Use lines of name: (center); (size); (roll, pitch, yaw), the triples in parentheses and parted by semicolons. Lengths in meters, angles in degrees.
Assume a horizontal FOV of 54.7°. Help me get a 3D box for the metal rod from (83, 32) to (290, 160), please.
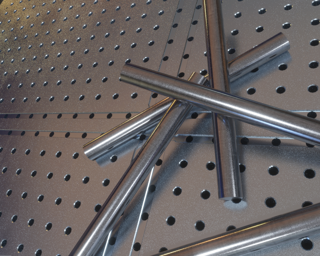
metal rod: (0.028, -0.038, 0.415); (0.301, 0.025, 0.025); (-29, 52, 9)

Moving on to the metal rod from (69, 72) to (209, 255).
metal rod: (-0.032, 0.061, 0.370); (0.025, 0.025, 0.300); (29, 82, 37)

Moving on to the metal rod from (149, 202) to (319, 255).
metal rod: (0.110, 0.096, 0.291); (0.301, 0.025, 0.025); (-23, 54, 14)

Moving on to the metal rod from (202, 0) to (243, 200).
metal rod: (0.072, -0.065, 0.379); (0.025, 0.025, 0.299); (-10, 67, 22)

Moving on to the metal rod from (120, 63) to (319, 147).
metal rod: (0.090, -0.019, 0.327); (0.301, 0.025, 0.025); (20, 72, 21)
